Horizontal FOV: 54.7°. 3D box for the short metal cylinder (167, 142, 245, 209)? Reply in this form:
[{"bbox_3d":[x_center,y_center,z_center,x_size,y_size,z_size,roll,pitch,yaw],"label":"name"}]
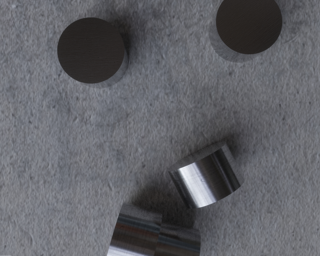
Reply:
[{"bbox_3d":[0.056,0.057,0.383,0.080,0.080,0.050,-27,90,0],"label":"short metal cylinder"}]

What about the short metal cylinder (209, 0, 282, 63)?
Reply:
[{"bbox_3d":[0.108,-0.129,0.399,0.081,0.050,0.079,0,90,-1],"label":"short metal cylinder"}]

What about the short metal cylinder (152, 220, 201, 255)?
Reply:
[{"bbox_3d":[0.015,0.159,0.383,0.050,0.080,0.080,15,90,-1],"label":"short metal cylinder"}]

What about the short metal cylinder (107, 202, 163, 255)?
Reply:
[{"bbox_3d":[-0.032,0.137,0.382,0.050,0.080,0.080,15,90,0],"label":"short metal cylinder"}]

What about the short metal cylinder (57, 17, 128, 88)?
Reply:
[{"bbox_3d":[-0.083,-0.093,0.396,0.081,0.050,0.079,0,90,-1],"label":"short metal cylinder"}]
